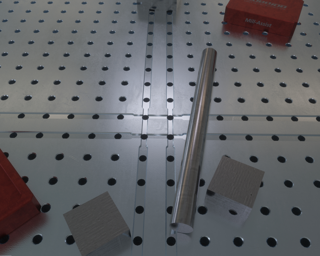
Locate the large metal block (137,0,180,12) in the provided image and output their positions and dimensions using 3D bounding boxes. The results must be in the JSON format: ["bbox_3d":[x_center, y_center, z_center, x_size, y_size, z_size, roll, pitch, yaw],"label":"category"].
[{"bbox_3d":[0.001,-0.284,0.630,0.080,0.050,0.080,9,51,7],"label":"large metal block"}]

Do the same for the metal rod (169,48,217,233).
[{"bbox_3d":[0.052,-0.009,0.415,0.025,0.025,0.300,9,50,7],"label":"metal rod"}]

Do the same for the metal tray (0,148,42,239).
[{"bbox_3d":[-0.207,0.068,0.345,0.091,0.030,0.130,-35,58,-26],"label":"metal tray"}]

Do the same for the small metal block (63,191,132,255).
[{"bbox_3d":[-0.065,0.102,0.321,0.050,0.025,0.050,-26,55,-20],"label":"small metal block"}]

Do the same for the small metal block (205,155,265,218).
[{"bbox_3d":[0.085,0.066,0.353,0.050,0.025,0.050,21,53,17],"label":"small metal block"}]

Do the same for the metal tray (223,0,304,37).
[{"bbox_3d":[0.199,-0.225,0.594,0.130,0.030,0.090,19,52,15],"label":"metal tray"}]
